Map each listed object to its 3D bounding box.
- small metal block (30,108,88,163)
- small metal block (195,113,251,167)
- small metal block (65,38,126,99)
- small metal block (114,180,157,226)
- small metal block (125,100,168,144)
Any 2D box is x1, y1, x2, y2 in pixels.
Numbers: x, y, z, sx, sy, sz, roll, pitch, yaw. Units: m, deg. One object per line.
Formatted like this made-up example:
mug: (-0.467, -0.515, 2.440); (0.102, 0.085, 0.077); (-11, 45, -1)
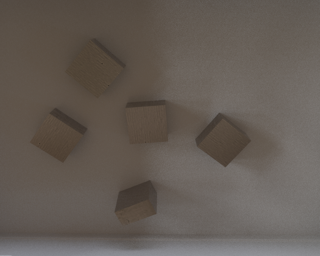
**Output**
small metal block: (-0.134, 0.010, 0.414); (0.050, 0.025, 0.050); (35, 106, -12)
small metal block: (0.084, 0.016, 0.418); (0.050, 0.025, 0.050); (36, 106, -13)
small metal block: (-0.079, -0.074, 0.383); (0.050, 0.025, 0.050); (40, 105, -14)
small metal block: (-0.033, 0.105, 0.436); (0.050, 0.050, 0.025); (-22, 109, 8)
small metal block: (-0.016, -0.008, 0.408); (0.050, 0.025, 0.050); (-4, 110, 1)
